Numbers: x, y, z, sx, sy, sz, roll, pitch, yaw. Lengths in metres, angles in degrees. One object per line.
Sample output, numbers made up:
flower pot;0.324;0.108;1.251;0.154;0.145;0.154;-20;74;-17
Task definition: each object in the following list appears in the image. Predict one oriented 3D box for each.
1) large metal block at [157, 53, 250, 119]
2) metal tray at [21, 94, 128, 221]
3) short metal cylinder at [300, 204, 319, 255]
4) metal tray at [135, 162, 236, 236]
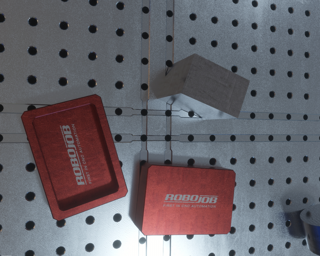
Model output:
large metal block;0.054;-0.049;0.403;0.080;0.080;0.050;21;83;-19
metal tray;-0.100;0.033;0.372;0.091;0.030;0.129;-17;96;-19
short metal cylinder;0.267;0.157;0.482;0.081;0.080;0.050;-17;96;-19
metal tray;0.037;0.097;0.424;0.131;0.030;0.089;6;88;-20
